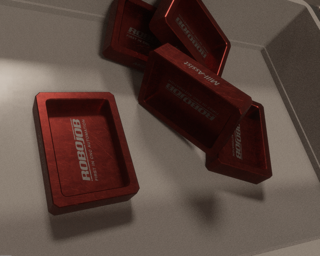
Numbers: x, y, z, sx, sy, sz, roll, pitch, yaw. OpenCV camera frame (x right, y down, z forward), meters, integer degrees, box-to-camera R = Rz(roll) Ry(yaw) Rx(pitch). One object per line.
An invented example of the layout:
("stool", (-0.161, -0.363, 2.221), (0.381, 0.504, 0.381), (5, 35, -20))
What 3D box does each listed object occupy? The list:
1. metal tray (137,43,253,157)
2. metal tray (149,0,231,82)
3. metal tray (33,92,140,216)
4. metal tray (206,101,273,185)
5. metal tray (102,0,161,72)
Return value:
("metal tray", (0.037, -0.034, 0.386), (0.130, 0.089, 0.030), (37, 49, 15))
("metal tray", (0.049, -0.131, 0.444), (0.130, 0.030, 0.090), (43, 55, -34))
("metal tray", (-0.084, 0.022, 0.344), (0.091, 0.030, 0.130), (-4, 64, -31))
("metal tray", (0.115, 0.010, 0.460), (0.091, 0.030, 0.130), (18, 55, -18))
("metal tray", (-0.011, -0.126, 0.449), (0.131, 0.030, 0.090), (16, 72, -29))
